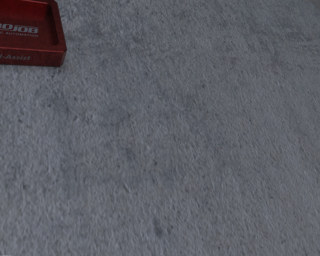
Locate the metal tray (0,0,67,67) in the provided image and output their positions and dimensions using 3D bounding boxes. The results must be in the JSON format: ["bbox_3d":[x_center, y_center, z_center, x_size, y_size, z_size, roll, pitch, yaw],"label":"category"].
[{"bbox_3d":[-0.187,-0.121,0.373,0.131,0.030,0.090,-3,64,-30],"label":"metal tray"}]
